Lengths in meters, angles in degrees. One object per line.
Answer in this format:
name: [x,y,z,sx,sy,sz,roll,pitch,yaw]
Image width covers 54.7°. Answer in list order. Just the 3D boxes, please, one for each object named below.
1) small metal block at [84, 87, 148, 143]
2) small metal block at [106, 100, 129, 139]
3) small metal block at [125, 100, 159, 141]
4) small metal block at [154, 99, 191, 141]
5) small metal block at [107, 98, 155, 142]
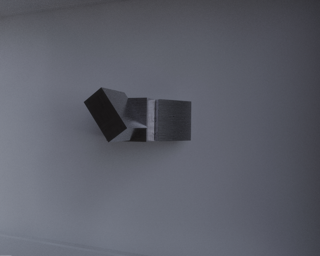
small metal block: [-0.046,-0.013,0.331,0.025,0.050,0.050,-37,78,17]
small metal block: [-0.057,-0.011,0.412,0.025,0.050,0.050,1,90,-14]
small metal block: [-0.022,-0.010,0.403,0.025,0.050,0.050,1,90,20]
small metal block: [0.012,-0.009,0.389,0.025,0.050,0.050,1,90,54]
small metal block: [-0.034,-0.010,0.367,0.050,0.025,0.050,1,90,20]
